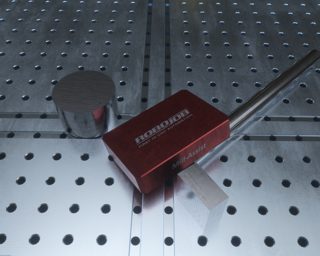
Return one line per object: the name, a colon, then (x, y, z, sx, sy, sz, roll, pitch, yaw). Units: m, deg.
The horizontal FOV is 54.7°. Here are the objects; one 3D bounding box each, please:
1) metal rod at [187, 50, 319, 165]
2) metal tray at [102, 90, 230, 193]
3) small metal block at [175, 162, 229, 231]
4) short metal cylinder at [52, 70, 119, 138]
metal rod: (0.144, -0.040, 0.442, 0.302, 0.025, 0.025, -35, 59, -26)
metal tray: (0.008, 0.010, 0.376, 0.131, 0.030, 0.090, -31, 44, -18)
small metal block: (0.043, 0.073, 0.330, 0.025, 0.050, 0.050, -29, 56, -22)
short metal cylinder: (-0.098, -0.033, 0.418, 0.081, 0.050, 0.080, 0, 50, 0)
